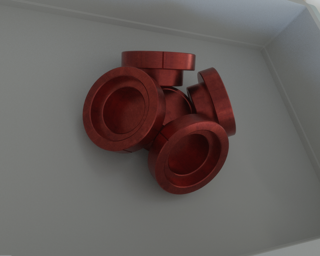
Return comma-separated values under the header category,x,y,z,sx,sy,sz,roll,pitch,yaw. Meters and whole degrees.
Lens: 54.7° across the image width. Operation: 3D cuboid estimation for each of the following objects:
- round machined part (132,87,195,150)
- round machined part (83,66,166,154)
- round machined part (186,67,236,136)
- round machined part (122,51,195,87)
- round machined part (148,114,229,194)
category,x,y,z,sx,sy,sz,roll,pitch,yaw
round machined part,0.007,-0.017,0.408,0.099,0.042,0.098,14,56,-21
round machined part,-0.037,-0.018,0.361,0.042,0.098,0.098,27,40,-62
round machined part,0.066,-0.030,0.426,0.042,0.098,0.098,-18,67,3
round machined part,-0.002,-0.078,0.417,0.099,0.098,0.042,-4,102,-30
round machined part,0.030,0.027,0.369,0.099,0.097,0.042,-1,26,-29
